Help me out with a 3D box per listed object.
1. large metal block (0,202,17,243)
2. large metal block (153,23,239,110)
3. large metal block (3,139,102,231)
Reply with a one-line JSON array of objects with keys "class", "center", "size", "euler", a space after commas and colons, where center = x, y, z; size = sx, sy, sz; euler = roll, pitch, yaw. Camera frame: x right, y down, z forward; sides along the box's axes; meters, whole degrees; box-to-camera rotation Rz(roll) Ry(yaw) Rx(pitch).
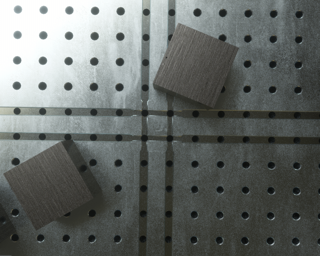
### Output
[{"class": "large metal block", "center": [-0.238, 0.119, 0.385], "size": [0.050, 0.080, 0.080], "euler": [-29, 90, 0]}, {"class": "large metal block", "center": [0.044, -0.076, 0.401], "size": [0.080, 0.050, 0.080], "euler": [23, 90, 0]}, {"class": "large metal block", "center": [-0.135, 0.070, 0.400], "size": [0.080, 0.050, 0.080], "euler": [-30, 90, 0]}]
